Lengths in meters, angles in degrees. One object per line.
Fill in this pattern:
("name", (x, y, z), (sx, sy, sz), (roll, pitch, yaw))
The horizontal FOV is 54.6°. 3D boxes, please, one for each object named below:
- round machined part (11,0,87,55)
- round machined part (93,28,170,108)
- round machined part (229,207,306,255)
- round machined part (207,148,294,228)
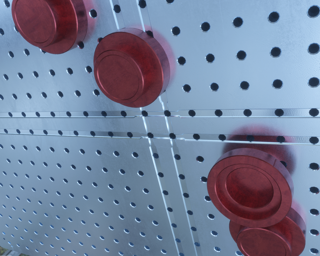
("round machined part", (-0.145, -0.140, 0.391), (0.098, 0.042, 0.097), (13, 124, 21))
("round machined part", (-0.041, -0.068, 0.380), (0.098, 0.042, 0.097), (13, 124, 21))
("round machined part", (0.141, 0.145, 0.416), (0.098, 0.042, 0.097), (13, 124, 21))
("round machined part", (0.111, 0.068, 0.379), (0.098, 0.042, 0.097), (12, 117, 25))
